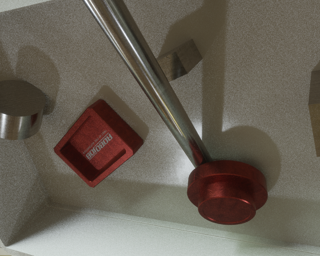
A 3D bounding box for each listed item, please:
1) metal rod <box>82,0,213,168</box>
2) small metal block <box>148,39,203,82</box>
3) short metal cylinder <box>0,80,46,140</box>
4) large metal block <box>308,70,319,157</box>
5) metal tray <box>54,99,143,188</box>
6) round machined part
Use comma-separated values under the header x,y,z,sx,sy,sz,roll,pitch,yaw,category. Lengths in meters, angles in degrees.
x,y,z,sx,sy,sz,roll,pitch,yaw,category
0.002,-0.031,0.302,0.025,0.025,0.300,-1,146,28,metal rod
0.013,-0.070,0.342,0.050,0.050,0.025,-20,108,35,small metal block
-0.219,-0.028,0.469,0.080,0.080,0.050,33,129,6,short metal cylinder
0.177,-0.020,0.267,0.080,0.080,0.050,-6,115,31,large metal block
-0.097,0.028,0.471,0.090,0.030,0.129,46,129,-5,metal tray
0.083,0.086,0.386,0.099,0.042,0.097,6,137,6,round machined part
